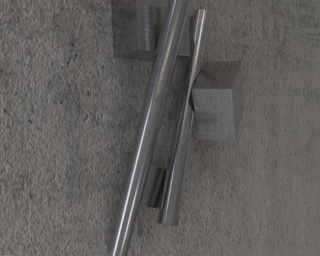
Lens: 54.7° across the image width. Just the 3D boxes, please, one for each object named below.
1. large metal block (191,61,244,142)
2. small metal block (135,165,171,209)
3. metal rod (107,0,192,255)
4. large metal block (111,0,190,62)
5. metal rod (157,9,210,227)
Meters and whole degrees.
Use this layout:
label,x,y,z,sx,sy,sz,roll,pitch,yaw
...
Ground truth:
label,x,y,z,sx,sy,sz,roll,pitch,yaw
large metal block,0.083,-0.038,0.428,0.080,0.050,0.080,-60,145,-48
small metal block,-0.009,0.075,0.397,0.050,0.025,0.050,22,76,-38
metal rod,-0.014,0.001,0.352,0.025,0.025,0.298,10,96,-40
large metal block,-0.010,-0.127,0.379,0.081,0.050,0.079,-4,93,-40
metal rod,0.035,-0.025,0.413,0.025,0.025,0.299,24,69,-38
